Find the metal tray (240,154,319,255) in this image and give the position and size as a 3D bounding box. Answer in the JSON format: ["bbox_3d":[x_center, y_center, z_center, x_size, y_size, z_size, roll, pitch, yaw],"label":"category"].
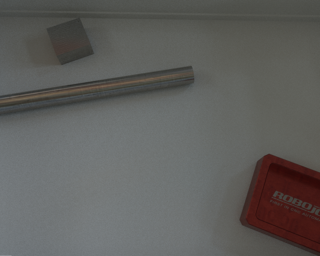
[{"bbox_3d":[0.174,0.096,0.373,0.131,0.030,0.090,21,71,7],"label":"metal tray"}]

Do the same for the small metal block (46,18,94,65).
[{"bbox_3d":[-0.131,-0.127,0.455,0.050,0.025,0.050,-22,72,-8],"label":"small metal block"}]

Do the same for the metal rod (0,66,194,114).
[{"bbox_3d":[-0.103,-0.050,0.426,0.302,0.025,0.025,-10,71,-4],"label":"metal rod"}]
